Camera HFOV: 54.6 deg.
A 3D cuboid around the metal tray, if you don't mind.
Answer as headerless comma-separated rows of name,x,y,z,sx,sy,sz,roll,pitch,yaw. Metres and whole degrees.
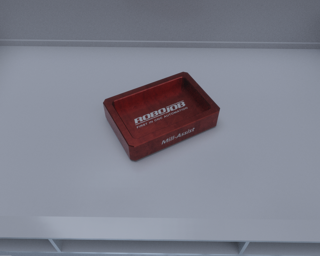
metal tray,0.002,-0.021,0.415,0.131,0.030,0.090,-22,54,-18
